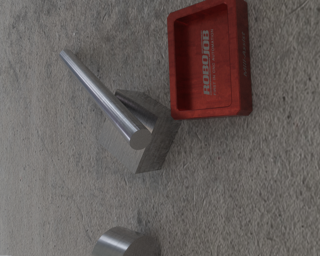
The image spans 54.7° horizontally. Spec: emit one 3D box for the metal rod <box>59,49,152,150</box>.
[{"bbox_3d":[-0.091,-0.057,0.429,0.300,0.025,0.025,44,117,48],"label":"metal rod"}]

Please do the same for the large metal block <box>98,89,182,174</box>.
[{"bbox_3d":[-0.028,0.003,0.412,0.080,0.050,0.079,35,112,34],"label":"large metal block"}]

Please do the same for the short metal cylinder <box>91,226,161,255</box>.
[{"bbox_3d":[-0.044,0.175,0.406,0.050,0.081,0.079,3,92,40],"label":"short metal cylinder"}]

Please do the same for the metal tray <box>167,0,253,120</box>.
[{"bbox_3d":[0.055,-0.076,0.356,0.090,0.030,0.129,-4,88,40],"label":"metal tray"}]
